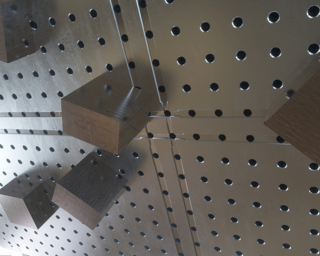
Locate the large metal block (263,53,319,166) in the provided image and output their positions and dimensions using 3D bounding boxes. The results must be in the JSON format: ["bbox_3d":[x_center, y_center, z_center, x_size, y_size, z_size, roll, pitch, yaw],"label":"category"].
[{"bbox_3d":[0.163,-0.017,0.299,0.080,0.050,0.080,37,129,3],"label":"large metal block"}]

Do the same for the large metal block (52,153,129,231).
[{"bbox_3d":[-0.110,0.100,0.497,0.080,0.080,0.050,33,129,6],"label":"large metal block"}]

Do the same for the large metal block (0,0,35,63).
[{"bbox_3d":[-0.224,-0.146,0.424,0.080,0.050,0.079,23,127,14],"label":"large metal block"}]

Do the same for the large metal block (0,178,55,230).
[{"bbox_3d":[-0.276,0.155,0.638,0.080,0.050,0.080,3,120,27],"label":"large metal block"}]

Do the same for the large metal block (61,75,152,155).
[{"bbox_3d":[-0.067,-0.020,0.399,0.080,0.080,0.050,20,126,16],"label":"large metal block"}]
